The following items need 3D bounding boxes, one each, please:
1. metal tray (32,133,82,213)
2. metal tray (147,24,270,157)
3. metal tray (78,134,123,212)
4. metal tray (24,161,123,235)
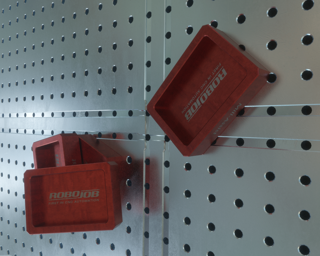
[{"bbox_3d":[-0.162,0.079,0.496,0.090,0.030,0.129,-15,81,38],"label":"metal tray"},{"bbox_3d":[0.049,-0.041,0.363,0.090,0.030,0.129,51,120,27],"label":"metal tray"},{"bbox_3d":[-0.117,0.086,0.499,0.090,0.030,0.129,30,109,35],"label":"metal tray"},{"bbox_3d":[-0.123,0.098,0.435,0.131,0.030,0.089,-7,84,11],"label":"metal tray"}]
